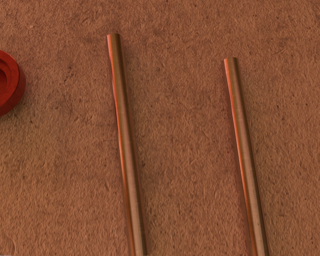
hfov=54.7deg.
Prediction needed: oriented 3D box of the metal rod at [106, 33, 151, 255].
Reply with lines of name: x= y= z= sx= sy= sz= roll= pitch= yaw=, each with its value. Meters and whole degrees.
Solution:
metal rod: x=-0.045 y=0.007 z=0.404 sx=0.025 sy=0.025 sz=0.299 roll=-8 pitch=70 yaw=-3

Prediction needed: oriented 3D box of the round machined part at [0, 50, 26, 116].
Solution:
round machined part: x=-0.230 y=-0.055 z=0.416 sx=0.099 sy=0.042 sz=0.098 roll=0 pitch=70 yaw=-1

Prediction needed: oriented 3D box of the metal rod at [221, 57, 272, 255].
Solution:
metal rod: x=0.109 y=0.045 z=0.392 sx=0.025 sy=0.025 sz=0.299 roll=-3 pitch=70 yaw=-2
